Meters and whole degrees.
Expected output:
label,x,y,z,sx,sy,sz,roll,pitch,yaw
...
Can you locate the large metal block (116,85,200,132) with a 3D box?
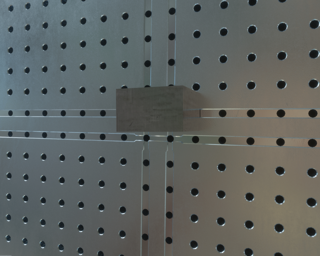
label,x,y,z,sx,sy,sz,roll,pitch,yaw
large metal block,0.001,-0.021,0.383,0.080,0.080,0.050,0,90,20
